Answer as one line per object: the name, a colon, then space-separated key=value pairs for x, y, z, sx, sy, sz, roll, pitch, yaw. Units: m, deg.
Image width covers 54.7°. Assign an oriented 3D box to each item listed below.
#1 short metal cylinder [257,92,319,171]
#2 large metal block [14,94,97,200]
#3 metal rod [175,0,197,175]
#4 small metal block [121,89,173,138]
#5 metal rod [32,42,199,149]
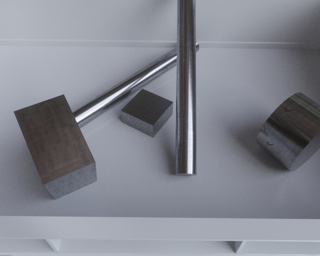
short metal cylinder: x=0.163 y=0.005 z=0.367 sx=0.081 sy=0.080 sz=0.050 roll=-30 pitch=57 yaw=-23
large metal block: x=-0.108 y=0.023 z=0.334 sx=0.050 sy=0.080 sz=0.080 roll=-23 pitch=73 yaw=-19
metal rod: x=0.034 y=-0.089 z=0.402 sx=0.025 sy=0.025 sz=0.299 roll=1 pitch=75 yaw=1
small metal block: x=-0.017 y=-0.021 z=0.423 sx=0.050 sy=0.025 sz=0.050 roll=26 pitch=54 yaw=19
metal rod: x=-0.050 y=-0.058 z=0.453 sx=0.025 sy=0.025 sz=0.302 roll=38 pitch=59 yaw=27
